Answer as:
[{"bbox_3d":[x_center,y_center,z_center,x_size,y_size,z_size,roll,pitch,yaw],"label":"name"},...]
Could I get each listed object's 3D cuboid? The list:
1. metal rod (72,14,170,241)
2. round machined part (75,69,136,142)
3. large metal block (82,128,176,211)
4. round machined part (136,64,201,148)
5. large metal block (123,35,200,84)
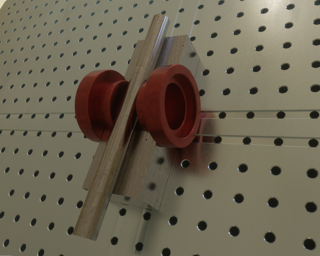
[{"bbox_3d":[-0.038,-0.019,0.376,0.025,0.025,0.300,3,63,29],"label":"metal rod"},{"bbox_3d":[-0.062,-0.028,0.410,0.042,0.098,0.098,2,63,29],"label":"round machined part"},{"bbox_3d":[-0.036,0.049,0.380,0.080,0.050,0.080,3,63,29],"label":"large metal block"},{"bbox_3d":[0.008,-0.025,0.372,0.042,0.098,0.098,-1,61,33],"label":"round machined part"},{"bbox_3d":[0.003,-0.081,0.440,0.080,0.050,0.080,2,63,29],"label":"large metal block"}]
